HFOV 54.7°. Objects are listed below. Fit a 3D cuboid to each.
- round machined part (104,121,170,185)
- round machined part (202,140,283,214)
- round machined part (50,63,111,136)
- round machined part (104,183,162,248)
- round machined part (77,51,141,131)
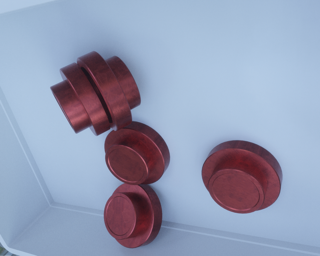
[{"bbox_3d":[-0.039,0.043,0.445,0.098,0.042,0.097,13,124,21],"label":"round machined part"},{"bbox_3d":[0.099,0.068,0.387,0.098,0.042,0.097,13,124,21],"label":"round machined part"},{"bbox_3d":[-0.107,-0.031,0.402,0.098,0.042,0.098,53,163,25],"label":"round machined part"},{"bbox_3d":[-0.048,0.132,0.473,0.098,0.042,0.098,-8,77,38],"label":"round machined part"},{"bbox_3d":[-0.058,-0.049,0.378,0.098,0.042,0.098,53,162,25],"label":"round machined part"}]
